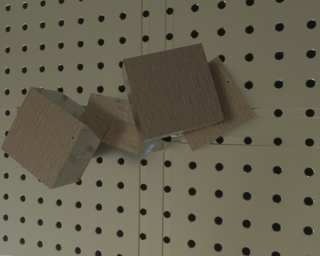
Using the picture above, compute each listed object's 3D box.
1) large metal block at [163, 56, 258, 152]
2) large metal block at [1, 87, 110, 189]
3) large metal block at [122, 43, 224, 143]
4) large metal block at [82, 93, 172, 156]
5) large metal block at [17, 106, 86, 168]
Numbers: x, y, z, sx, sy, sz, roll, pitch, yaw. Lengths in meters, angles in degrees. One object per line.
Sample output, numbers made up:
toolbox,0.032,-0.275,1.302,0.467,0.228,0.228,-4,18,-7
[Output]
large metal block,0.060,-0.027,0.377,0.080,0.050,0.080,-32,80,17
large metal block,-0.119,0.010,0.354,0.080,0.050,0.080,33,100,17
large metal block,0.010,-0.034,0.322,0.081,0.050,0.080,-14,85,-10
large metal block,-0.040,-0.005,0.396,0.080,0.080,0.050,20,97,18
large metal block,-0.146,0.009,0.433,0.050,0.080,0.080,-7,88,19
